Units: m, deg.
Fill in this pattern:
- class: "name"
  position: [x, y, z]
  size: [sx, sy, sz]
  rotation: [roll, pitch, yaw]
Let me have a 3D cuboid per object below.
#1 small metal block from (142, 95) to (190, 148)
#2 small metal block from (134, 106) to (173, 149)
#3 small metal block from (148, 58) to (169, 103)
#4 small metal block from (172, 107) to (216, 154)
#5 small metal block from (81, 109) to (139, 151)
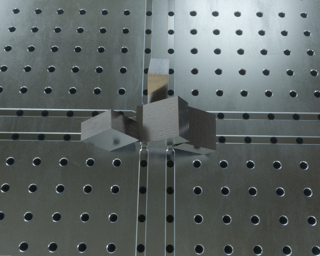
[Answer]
- class: "small metal block"
  position: [0.007, -0.006, 0.375]
  size: [0.050, 0.025, 0.050]
  rotation: [-13, 66, 30]
- class: "small metal block"
  position: [-0.006, -0.001, 0.412]
  size: [0.050, 0.025, 0.050]
  rotation: [2, 70, 1]
- class: "small metal block"
  position: [-0.002, -0.058, 0.409]
  size: [0.025, 0.050, 0.050]
  rotation: [3, 34, 2]
- class: "small metal block"
  position: [0.045, 0.003, 0.399]
  size: [0.050, 0.025, 0.050]
  rotation: [14, 67, -28]
- class: "small metal block"
  position: [-0.062, 0.004, 0.386]
  size: [0.050, 0.050, 0.025]
  rotation: [-21, 61, 29]
